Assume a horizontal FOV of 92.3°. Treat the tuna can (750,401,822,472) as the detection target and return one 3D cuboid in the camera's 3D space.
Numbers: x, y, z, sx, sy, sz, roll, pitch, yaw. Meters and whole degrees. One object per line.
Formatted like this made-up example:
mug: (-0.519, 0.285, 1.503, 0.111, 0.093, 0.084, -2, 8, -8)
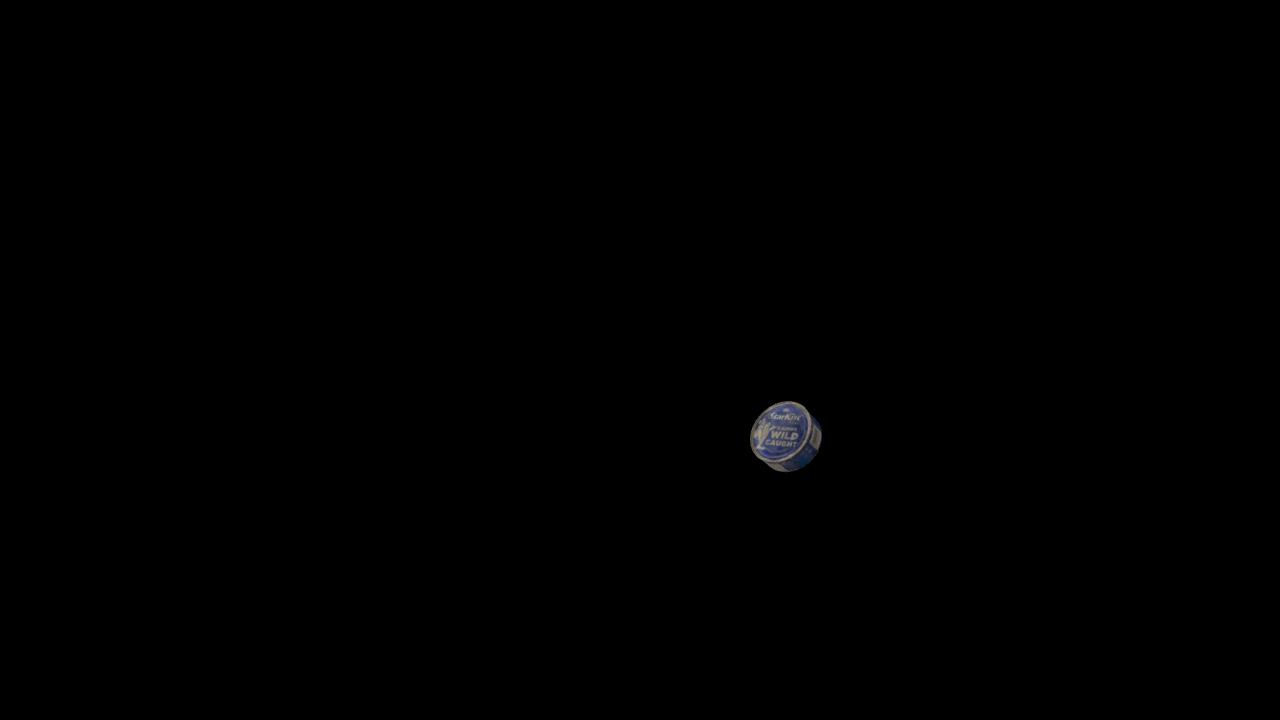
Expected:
tuna can: (0.181, 0.095, 0.761, 0.084, 0.084, 0.034, 0, -31, 48)
